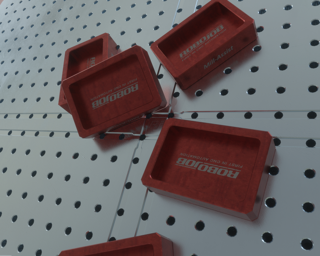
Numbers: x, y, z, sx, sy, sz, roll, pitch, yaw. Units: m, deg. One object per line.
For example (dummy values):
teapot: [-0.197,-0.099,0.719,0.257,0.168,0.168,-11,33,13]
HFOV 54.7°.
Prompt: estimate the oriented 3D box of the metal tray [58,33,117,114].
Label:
metal tray: [-0.119,-0.093,0.522,0.090,0.030,0.130,-17,55,18]

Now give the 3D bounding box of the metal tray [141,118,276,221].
metal tray: [0.053,0.041,0.351,0.130,0.030,0.090,9,66,31]

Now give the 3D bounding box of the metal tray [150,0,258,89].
metal tray: [0.060,-0.126,0.449,0.130,0.030,0.090,-35,51,4]

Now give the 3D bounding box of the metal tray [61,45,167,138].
metal tray: [-0.066,-0.049,0.441,0.130,0.030,0.090,-22,84,14]

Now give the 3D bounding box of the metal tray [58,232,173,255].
metal tray: [-0.049,0.169,0.325,0.130,0.030,0.090,-17,55,18]
